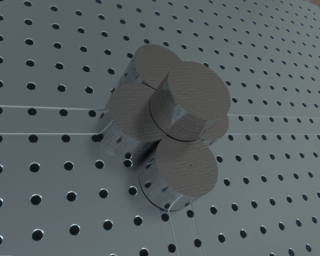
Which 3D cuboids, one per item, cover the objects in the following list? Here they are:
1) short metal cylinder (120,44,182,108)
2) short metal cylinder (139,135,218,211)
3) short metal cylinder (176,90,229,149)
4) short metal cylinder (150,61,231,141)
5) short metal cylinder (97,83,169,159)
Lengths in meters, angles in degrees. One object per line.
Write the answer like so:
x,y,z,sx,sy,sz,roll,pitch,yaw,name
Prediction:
-0.008,-0.068,0.428,0.081,0.050,0.080,14,56,-22,short metal cylinder
0.022,0.052,0.371,0.081,0.050,0.080,14,54,-20,short metal cylinder
0.045,-0.008,0.420,0.081,0.050,0.080,14,56,-21,short metal cylinder
0.035,-0.031,0.364,0.081,0.050,0.080,14,56,-21,short metal cylinder
-0.031,-0.008,0.380,0.081,0.050,0.080,14,56,-21,short metal cylinder
